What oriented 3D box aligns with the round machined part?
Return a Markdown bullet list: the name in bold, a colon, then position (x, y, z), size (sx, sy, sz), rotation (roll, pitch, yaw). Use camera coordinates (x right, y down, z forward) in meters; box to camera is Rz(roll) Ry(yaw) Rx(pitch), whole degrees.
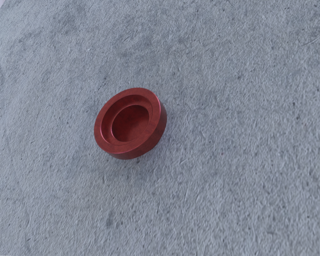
- **round machined part**: position (-0.035, -0.002, 0.414), size (0.098, 0.042, 0.098), rotation (-13, 56, 21)
